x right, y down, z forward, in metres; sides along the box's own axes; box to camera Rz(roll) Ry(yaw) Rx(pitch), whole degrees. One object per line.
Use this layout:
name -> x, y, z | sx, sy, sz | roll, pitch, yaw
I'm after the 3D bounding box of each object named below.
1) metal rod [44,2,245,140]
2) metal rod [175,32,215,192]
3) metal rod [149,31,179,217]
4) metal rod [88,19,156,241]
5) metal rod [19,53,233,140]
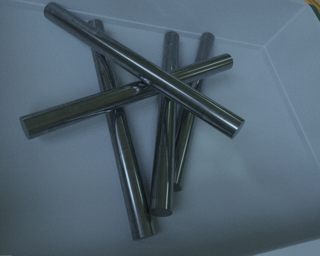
metal rod -> -0.033, -0.080, 0.378 | 0.300, 0.025, 0.025 | 35, 48, 19
metal rod -> 0.050, -0.044, 0.461 | 0.025, 0.025, 0.300 | 27, 52, -12
metal rod -> 0.010, -0.030, 0.418 | 0.025, 0.025, 0.300 | 19, 51, -18
metal rod -> -0.055, -0.016, 0.386 | 0.025, 0.025, 0.299 | -2, 63, -30
metal rod -> -0.017, -0.050, 0.390 | 0.302, 0.025, 0.025 | -23, 75, -31
